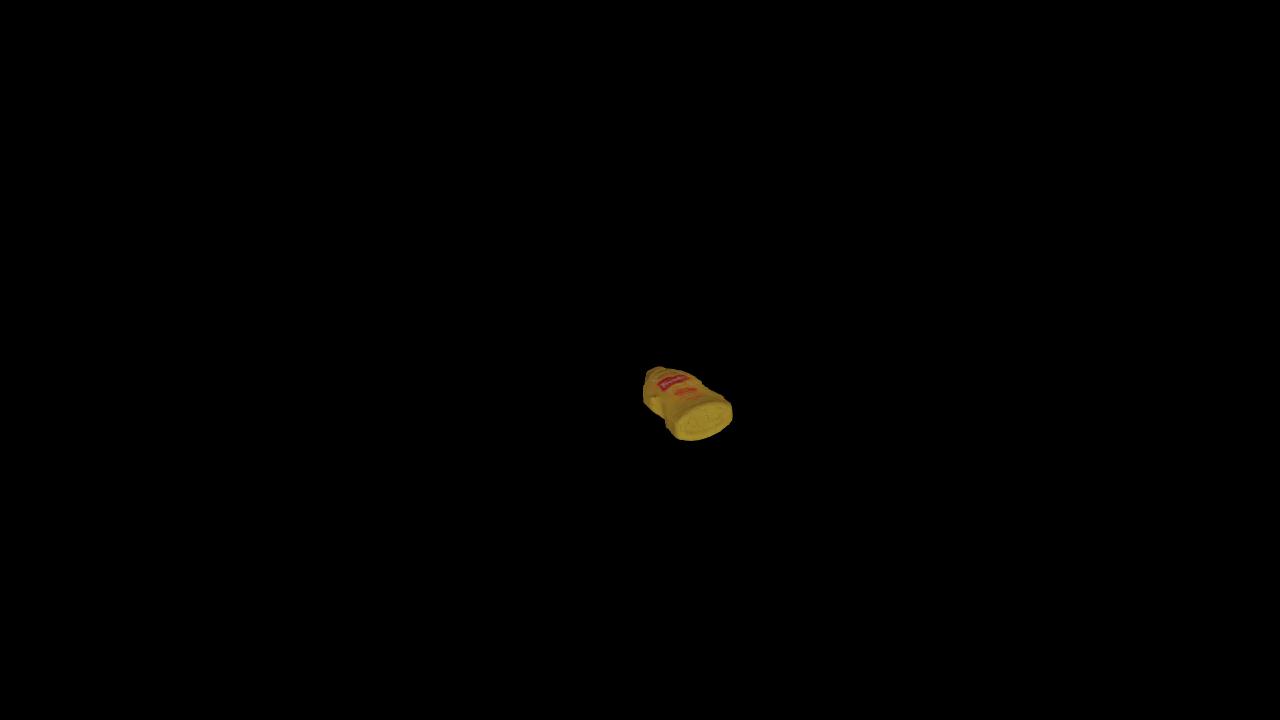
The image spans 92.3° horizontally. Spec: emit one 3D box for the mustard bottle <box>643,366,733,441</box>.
[{"bbox_3d":[0.052,0.053,0.901,0.092,0.054,0.184,-21,27,-15],"label":"mustard bottle"}]
